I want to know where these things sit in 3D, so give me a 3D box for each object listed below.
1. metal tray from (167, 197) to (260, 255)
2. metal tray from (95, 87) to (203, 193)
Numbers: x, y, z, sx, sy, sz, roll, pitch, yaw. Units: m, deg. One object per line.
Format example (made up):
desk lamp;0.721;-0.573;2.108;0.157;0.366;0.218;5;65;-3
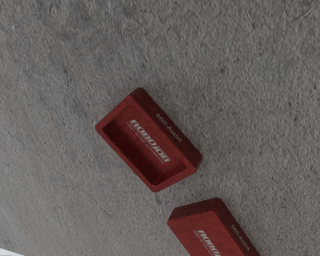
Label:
metal tray;0.082;0.171;0.466;0.090;0.030;0.130;-26;105;37
metal tray;-0.017;0.020;0.424;0.130;0.030;0.090;48;129;-6
